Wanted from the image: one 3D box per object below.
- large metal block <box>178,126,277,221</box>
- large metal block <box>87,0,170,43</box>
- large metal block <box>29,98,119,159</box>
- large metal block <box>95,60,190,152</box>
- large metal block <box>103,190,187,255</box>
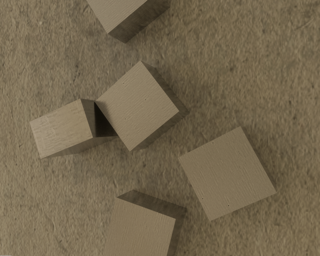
[{"bbox_3d":[0.080,0.051,0.367,0.080,0.050,0.080,-29,81,17],"label":"large metal block"},{"bbox_3d":[-0.047,-0.174,0.411,0.080,0.050,0.080,-35,79,16],"label":"large metal block"},{"bbox_3d":[-0.109,0.002,0.417,0.080,0.080,0.050,-21,83,18],"label":"large metal block"},{"bbox_3d":[-0.022,-0.027,0.403,0.080,0.050,0.080,-39,78,15],"label":"large metal block"},{"bbox_3d":[-0.019,0.135,0.401,0.080,0.050,0.079,15,95,19],"label":"large metal block"}]
